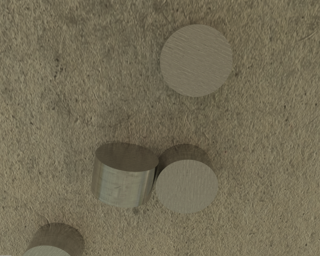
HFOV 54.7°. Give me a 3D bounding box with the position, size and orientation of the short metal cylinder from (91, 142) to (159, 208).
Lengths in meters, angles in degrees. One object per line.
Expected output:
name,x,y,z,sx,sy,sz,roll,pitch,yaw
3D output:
short metal cylinder,-0.046,0.058,0.401,0.081,0.080,0.050,10,110,-4

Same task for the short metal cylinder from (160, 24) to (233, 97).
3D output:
short metal cylinder,0.040,-0.082,0.366,0.081,0.050,0.079,0,110,0

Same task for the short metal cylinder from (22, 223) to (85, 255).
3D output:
short metal cylinder,-0.159,0.191,0.465,0.081,0.050,0.079,0,110,0

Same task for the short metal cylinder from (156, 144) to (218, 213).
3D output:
short metal cylinder,0.035,0.068,0.422,0.081,0.050,0.079,0,110,0
